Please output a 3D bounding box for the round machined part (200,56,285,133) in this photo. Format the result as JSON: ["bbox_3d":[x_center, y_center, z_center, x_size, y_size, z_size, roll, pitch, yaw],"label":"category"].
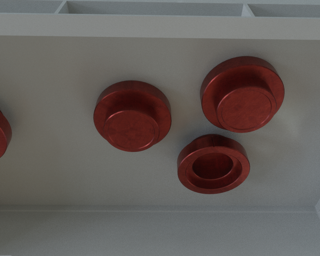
[{"bbox_3d":[0.099,-0.032,0.371,0.099,0.042,0.097,0,130,0],"label":"round machined part"}]

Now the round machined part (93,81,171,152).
[{"bbox_3d":[-0.035,-0.007,0.391,0.099,0.042,0.097,0,130,0],"label":"round machined part"}]

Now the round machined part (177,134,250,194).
[{"bbox_3d":[0.073,0.047,0.438,0.099,0.042,0.097,0,130,0],"label":"round machined part"}]

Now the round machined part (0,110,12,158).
[{"bbox_3d":[-0.239,-0.002,0.391,0.099,0.042,0.097,-2,130,-2],"label":"round machined part"}]
